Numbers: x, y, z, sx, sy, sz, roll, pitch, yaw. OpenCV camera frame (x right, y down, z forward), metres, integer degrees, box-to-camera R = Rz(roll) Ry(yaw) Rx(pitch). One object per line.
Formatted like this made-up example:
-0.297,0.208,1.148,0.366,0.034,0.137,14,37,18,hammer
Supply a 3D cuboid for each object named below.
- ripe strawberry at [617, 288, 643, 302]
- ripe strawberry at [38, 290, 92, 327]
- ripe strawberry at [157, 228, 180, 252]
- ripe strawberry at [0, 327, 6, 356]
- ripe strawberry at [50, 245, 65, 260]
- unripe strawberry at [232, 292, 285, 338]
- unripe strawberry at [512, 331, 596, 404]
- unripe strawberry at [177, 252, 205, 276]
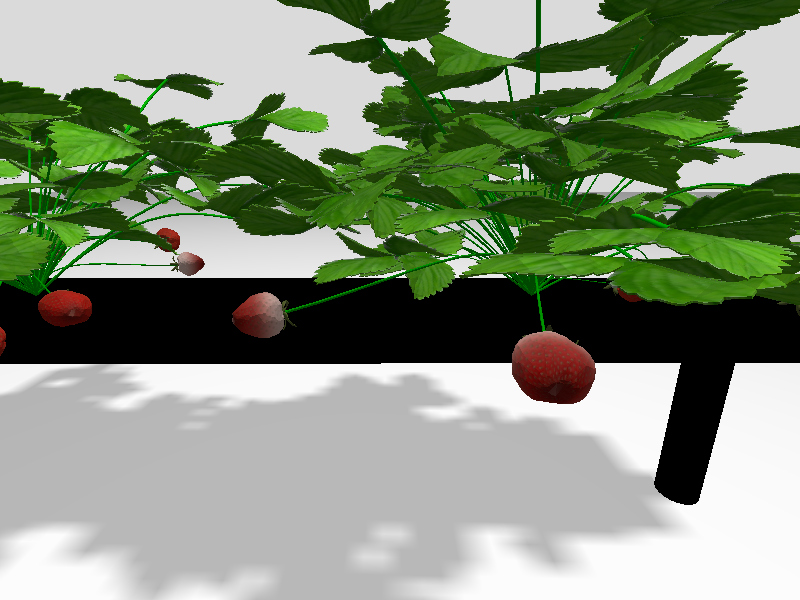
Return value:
0.206,-0.015,0.344,0.034,0.033,0.032,4,17,10,ripe strawberry
-0.234,0.006,0.282,0.030,0.025,0.030,14,22,38,ripe strawberry
-0.337,-0.088,0.585,0.033,0.035,0.036,0,16,-2,ripe strawberry
-0.232,0.026,0.214,0.031,0.028,0.028,-11,20,-31,ripe strawberry
-0.454,-0.065,0.523,0.025,0.026,0.027,-12,20,-34,ripe strawberry
-0.093,0.011,0.264,0.032,0.031,0.030,-8,19,-24,unripe strawberry
0.070,0.032,0.183,0.037,0.032,0.037,4,18,14,unripe strawberry
-0.229,-0.040,0.440,0.027,0.026,0.025,-13,21,-38,unripe strawberry
